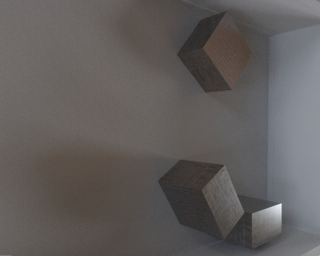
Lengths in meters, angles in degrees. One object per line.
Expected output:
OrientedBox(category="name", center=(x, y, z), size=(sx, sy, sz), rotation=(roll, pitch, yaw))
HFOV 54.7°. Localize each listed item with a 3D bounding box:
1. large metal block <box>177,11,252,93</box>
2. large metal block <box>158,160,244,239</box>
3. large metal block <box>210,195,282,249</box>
OrientedBox(category="large metal block", center=(0.084, -0.111, 0.463), size=(0.080, 0.050, 0.080), rotation=(47, 62, -30))
OrientedBox(category="large metal block", center=(0.055, 0.093, 0.420), size=(0.050, 0.080, 0.080), rotation=(-39, 114, -33))
OrientedBox(category="large metal block", center=(0.132, 0.142, 0.485), size=(0.081, 0.080, 0.050), rotation=(-1, 91, -40))
